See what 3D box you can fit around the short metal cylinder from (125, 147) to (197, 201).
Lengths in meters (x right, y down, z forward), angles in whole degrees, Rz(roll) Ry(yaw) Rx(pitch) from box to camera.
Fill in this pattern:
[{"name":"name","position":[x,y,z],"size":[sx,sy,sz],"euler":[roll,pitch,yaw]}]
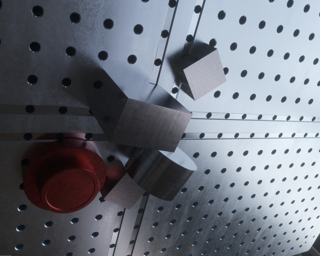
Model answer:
[{"name":"short metal cylinder","position":[0.001,0.050,0.409],"size":[0.080,0.080,0.050],"euler":[26,104,-38]}]

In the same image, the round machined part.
[{"name":"round machined part","position":[-0.113,0.065,0.380],"size":[0.099,0.042,0.097],"euler":[-14,125,-21]}]

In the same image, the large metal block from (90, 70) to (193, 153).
[{"name":"large metal block","position":[-0.024,-0.019,0.352],"size":[0.081,0.080,0.050],"euler":[12,112,-34]}]

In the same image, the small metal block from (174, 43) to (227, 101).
[{"name":"small metal block","position":[0.052,-0.071,0.398],"size":[0.050,0.025,0.050],"euler":[-33,129,-7]}]

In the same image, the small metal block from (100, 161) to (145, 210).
[{"name":"small metal block","position":[-0.049,0.082,0.437],"size":[0.050,0.025,0.050],"euler":[-49,129,6]}]
